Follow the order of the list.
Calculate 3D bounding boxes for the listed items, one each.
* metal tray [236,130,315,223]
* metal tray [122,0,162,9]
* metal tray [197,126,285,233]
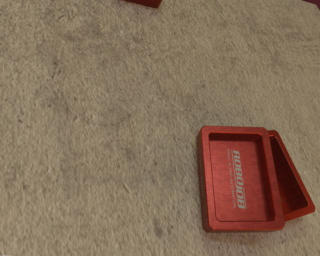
[{"bbox_3d":[0.155,0.069,0.444,0.091,0.030,0.130,-5,64,-31],"label":"metal tray"},{"bbox_3d":[-0.048,-0.276,0.545,0.091,0.030,0.130,3,60,-27],"label":"metal tray"},{"bbox_3d":[0.097,0.062,0.390,0.091,0.030,0.130,2,65,-6],"label":"metal tray"}]
